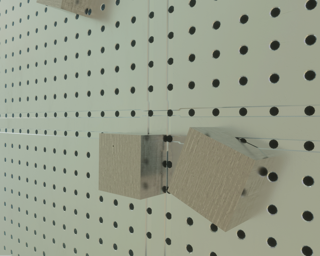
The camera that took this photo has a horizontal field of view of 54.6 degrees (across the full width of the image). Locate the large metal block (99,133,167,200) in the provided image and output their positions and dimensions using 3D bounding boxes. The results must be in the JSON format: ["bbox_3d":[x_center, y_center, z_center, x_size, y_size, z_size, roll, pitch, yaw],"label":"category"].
[{"bbox_3d":[-0.038,0.048,0.426,0.080,0.050,0.080,1,91,40],"label":"large metal block"}]

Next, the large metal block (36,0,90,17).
[{"bbox_3d":[-0.160,-0.242,0.527,0.080,0.050,0.080,27,107,37],"label":"large metal block"}]

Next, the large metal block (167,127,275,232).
[{"bbox_3d":[0.065,0.051,0.340,0.080,0.050,0.080,29,108,36],"label":"large metal block"}]
